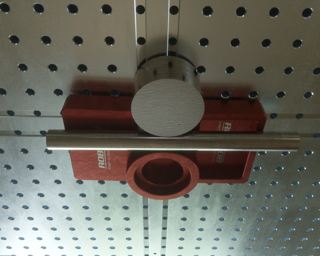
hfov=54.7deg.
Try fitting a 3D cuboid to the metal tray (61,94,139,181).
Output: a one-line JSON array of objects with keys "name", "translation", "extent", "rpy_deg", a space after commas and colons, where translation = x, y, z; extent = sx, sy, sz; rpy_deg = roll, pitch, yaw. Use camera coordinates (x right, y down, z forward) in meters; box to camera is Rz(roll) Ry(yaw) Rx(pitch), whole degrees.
[{"name": "metal tray", "translation": [-0.074, 0.018, 0.416], "extent": [0.091, 0.030, 0.129], "rpy_deg": [2, 130, -2]}]

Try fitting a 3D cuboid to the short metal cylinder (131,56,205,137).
[{"name": "short metal cylinder", "translation": [0.009, -0.036, 0.359], "extent": [0.081, 0.050, 0.079], "rpy_deg": [0, 130, 0]}]

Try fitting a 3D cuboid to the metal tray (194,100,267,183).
[{"name": "metal tray", "translation": [0.084, 0.023, 0.423], "extent": [0.091, 0.030, 0.129], "rpy_deg": [0, 130, -1]}]

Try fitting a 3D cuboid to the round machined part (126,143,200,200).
[{"name": "round machined part", "translation": [0.004, 0.053, 0.429], "extent": [0.099, 0.042, 0.097], "rpy_deg": [0, 130, 0]}]

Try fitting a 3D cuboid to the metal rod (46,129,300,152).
[{"name": "metal rod", "translation": [0.017, 0.015, 0.380], "extent": [0.302, 0.025, 0.025], "rpy_deg": [0, 130, -1]}]
